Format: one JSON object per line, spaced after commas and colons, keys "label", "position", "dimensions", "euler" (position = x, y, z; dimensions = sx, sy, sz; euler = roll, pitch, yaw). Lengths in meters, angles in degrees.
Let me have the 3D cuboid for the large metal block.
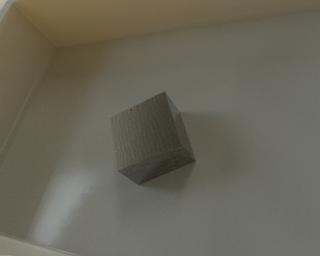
{"label": "large metal block", "position": [-0.011, 0.013, 0.388], "dimensions": [0.080, 0.050, 0.080], "euler": [-25, 53, 13]}
